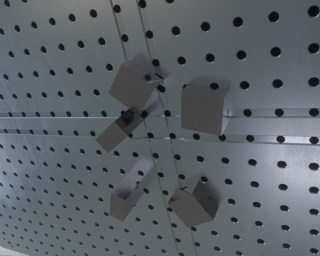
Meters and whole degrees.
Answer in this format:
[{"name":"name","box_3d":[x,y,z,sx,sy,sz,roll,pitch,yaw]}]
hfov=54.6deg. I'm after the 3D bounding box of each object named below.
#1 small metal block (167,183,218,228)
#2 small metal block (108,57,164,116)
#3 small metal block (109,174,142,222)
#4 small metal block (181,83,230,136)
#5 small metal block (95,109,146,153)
[{"name":"small metal block","box_3d":[0.048,0.115,0.457,0.050,0.025,0.050,-33,100,38]},{"name":"small metal block","box_3d":[-0.031,-0.052,0.396,0.050,0.025,0.050,36,129,4]},{"name":"small metal block","box_3d":[-0.055,0.110,0.493,0.025,0.050,0.050,21,127,16]},{"name":"small metal block","box_3d":[0.053,-0.022,0.370,0.050,0.025,0.050,12,123,22]},{"name":"small metal block","box_3d":[-0.054,0.001,0.425,0.025,0.050,0.050,47,129,-5]}]
